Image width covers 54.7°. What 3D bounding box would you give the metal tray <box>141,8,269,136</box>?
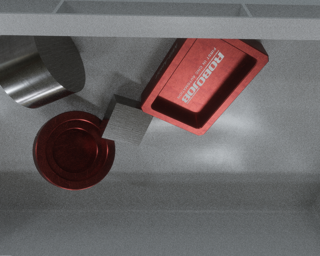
[{"bbox_3d":[0.046,-0.057,0.357,0.091,0.030,0.129,23,126,-19],"label":"metal tray"}]

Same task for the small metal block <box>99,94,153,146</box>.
[{"bbox_3d":[-0.042,-0.009,0.388,0.050,0.025,0.050,16,115,-26],"label":"small metal block"}]

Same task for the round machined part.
[{"bbox_3d":[-0.111,0.029,0.397,0.098,0.098,0.042,32,159,-25],"label":"round machined part"}]

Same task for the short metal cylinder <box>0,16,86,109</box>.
[{"bbox_3d":[-0.121,-0.065,0.315,0.050,0.080,0.080,-19,128,15],"label":"short metal cylinder"}]
